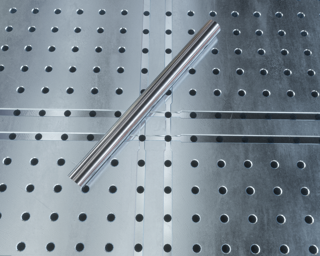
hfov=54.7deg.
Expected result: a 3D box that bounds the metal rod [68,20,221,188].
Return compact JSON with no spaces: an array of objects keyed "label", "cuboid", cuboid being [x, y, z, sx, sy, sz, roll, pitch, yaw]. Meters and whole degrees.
[{"label":"metal rod","cuboid":[-0.012,-0.043,0.427,0.025,0.025,0.301,37,74,12]}]
